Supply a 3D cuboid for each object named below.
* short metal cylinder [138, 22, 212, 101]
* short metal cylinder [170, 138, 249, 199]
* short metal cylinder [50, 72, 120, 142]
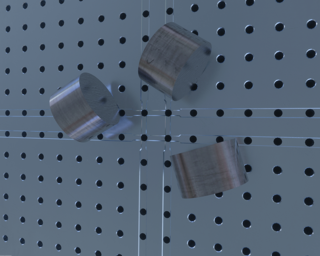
[{"bbox_3d":[0.019,-0.080,0.376,0.050,0.080,0.080,35,101,16],"label":"short metal cylinder"},{"bbox_3d":[0.057,0.046,0.363,0.080,0.080,0.050,-17,85,19],"label":"short metal cylinder"},{"bbox_3d":[-0.099,-0.027,0.417,0.050,0.080,0.080,-30,81,17],"label":"short metal cylinder"}]
